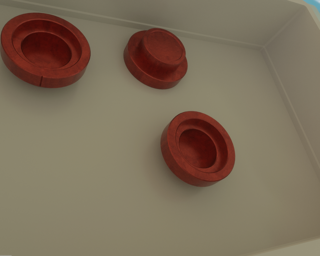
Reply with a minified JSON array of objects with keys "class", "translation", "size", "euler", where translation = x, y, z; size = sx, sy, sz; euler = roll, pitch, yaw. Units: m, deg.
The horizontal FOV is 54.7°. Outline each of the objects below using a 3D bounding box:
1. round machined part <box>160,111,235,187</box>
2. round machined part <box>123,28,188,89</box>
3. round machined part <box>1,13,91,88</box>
[{"class":"round machined part","translation":[0.045,0.030,0.402],"size":[0.099,0.042,0.098],"euler":[14,56,-21]},{"class":"round machined part","translation":[-0.001,-0.110,0.463],"size":[0.099,0.042,0.098],"euler":[14,56,-21]},{"class":"round machined part","translation":[-0.138,-0.088,0.375],"size":[0.099,0.042,0.098],"euler":[14,56,-21]}]
